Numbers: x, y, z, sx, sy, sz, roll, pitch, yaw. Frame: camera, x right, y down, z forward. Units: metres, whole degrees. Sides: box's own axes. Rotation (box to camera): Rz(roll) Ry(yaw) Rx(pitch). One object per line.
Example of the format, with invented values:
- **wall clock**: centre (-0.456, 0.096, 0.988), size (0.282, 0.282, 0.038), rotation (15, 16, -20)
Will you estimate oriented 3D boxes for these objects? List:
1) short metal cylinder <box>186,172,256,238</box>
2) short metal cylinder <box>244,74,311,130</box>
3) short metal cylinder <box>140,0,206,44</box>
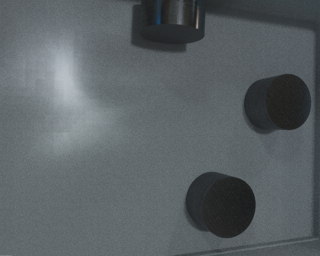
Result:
- **short metal cylinder**: centre (0.083, 0.104, 0.428), size (0.081, 0.050, 0.080), rotation (0, 90, -20)
- **short metal cylinder**: centre (0.174, -0.037, 0.461), size (0.081, 0.050, 0.080), rotation (0, 90, -20)
- **short metal cylinder**: centre (0.016, -0.141, 0.387), size (0.081, 0.080, 0.050), rotation (3, 89, -20)
